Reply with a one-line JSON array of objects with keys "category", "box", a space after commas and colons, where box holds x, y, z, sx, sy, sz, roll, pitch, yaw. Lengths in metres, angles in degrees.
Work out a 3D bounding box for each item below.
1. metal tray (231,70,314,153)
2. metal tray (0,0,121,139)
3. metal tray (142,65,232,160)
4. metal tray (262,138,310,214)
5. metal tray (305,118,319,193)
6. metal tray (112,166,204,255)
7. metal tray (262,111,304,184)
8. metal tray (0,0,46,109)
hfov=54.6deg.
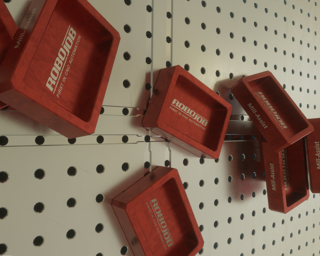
[{"category": "metal tray", "box": [0.189, -0.032, 0.520, 0.091, 0.030, 0.130, -20, 71, -38]}, {"category": "metal tray", "box": [-0.090, -0.066, 0.298, 0.090, 0.030, 0.130, 39, 51, -44]}, {"category": "metal tray", "box": [0.045, -0.018, 0.441, 0.131, 0.030, 0.090, 29, 72, -36]}, {"category": "metal tray", "box": [0.227, 0.075, 0.555, 0.091, 0.030, 0.129, -13, 99, -38]}, {"category": "metal tray", "box": [0.288, 0.050, 0.574, 0.090, 0.030, 0.129, 11, 75, -68]}, {"category": "metal tray", "box": [0.002, 0.127, 0.406, 0.091, 0.030, 0.129, -32, 110, -35]}, {"category": "metal tray", "box": [0.244, 0.035, 0.608, 0.091, 0.030, 0.129, -11, 97, -39]}, {"category": "metal tray", "box": [-0.170, -0.075, 0.262, 0.091, 0.030, 0.130, -37, 113, -34]}]
